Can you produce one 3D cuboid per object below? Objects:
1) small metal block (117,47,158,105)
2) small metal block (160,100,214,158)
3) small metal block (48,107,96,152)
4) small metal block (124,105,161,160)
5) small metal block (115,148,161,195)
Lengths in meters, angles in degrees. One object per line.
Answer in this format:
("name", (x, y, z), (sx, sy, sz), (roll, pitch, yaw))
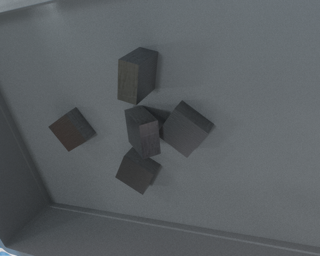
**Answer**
("small metal block", (-0.026, -0.062, 0.366), (0.025, 0.050, 0.050), (18, 126, 17))
("small metal block", (0.031, 0.002, 0.392), (0.050, 0.025, 0.050), (37, 129, 2))
("small metal block", (-0.136, 0.003, 0.480), (0.050, 0.025, 0.050), (-28, 104, 37))
("small metal block", (-0.023, 0.005, 0.405), (0.050, 0.025, 0.050), (43, 144, 52))
("small metal block", (-0.034, 0.065, 0.465), (0.050, 0.025, 0.050), (31, 128, 7))
